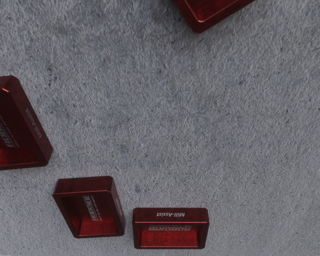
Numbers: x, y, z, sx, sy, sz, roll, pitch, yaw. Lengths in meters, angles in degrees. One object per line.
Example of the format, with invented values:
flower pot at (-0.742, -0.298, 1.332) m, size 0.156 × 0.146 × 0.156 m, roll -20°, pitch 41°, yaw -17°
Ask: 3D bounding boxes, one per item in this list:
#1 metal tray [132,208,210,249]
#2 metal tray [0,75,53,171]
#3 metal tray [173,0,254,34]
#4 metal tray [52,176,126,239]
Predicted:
metal tray at (0.018, 0.183, 0.559) m, size 0.131 × 0.030 × 0.089 m, roll 0°, pitch 130°, yaw -1°
metal tray at (-0.206, -0.001, 0.400) m, size 0.090 × 0.030 × 0.129 m, roll -6°, pitch 130°, yaw 5°
metal tray at (0.036, -0.160, 0.267) m, size 0.090 × 0.030 × 0.130 m, roll -28°, pitch 125°, yaw 21°
metal tray at (-0.113, 0.136, 0.517) m, size 0.091 × 0.030 × 0.129 m, roll -4°, pitch 130°, yaw 3°
